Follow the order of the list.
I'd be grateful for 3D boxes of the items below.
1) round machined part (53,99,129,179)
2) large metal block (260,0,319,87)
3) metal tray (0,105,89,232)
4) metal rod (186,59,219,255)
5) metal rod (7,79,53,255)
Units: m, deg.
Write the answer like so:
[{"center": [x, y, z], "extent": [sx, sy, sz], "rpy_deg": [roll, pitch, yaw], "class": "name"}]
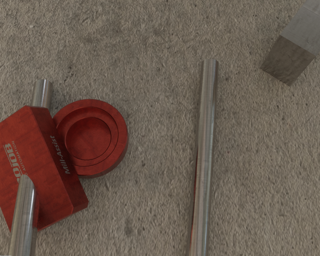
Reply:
[{"center": [-0.089, 0.016, 0.392], "extent": [0.099, 0.042, 0.098], "rpy_deg": [0, 70, -1], "class": "round machined part"}, {"center": [0.192, -0.117, 0.424], "extent": [0.050, 0.080, 0.080], "rpy_deg": [36, 74, 12], "class": "large metal block"}, {"center": [-0.149, 0.051, 0.356], "extent": [0.090, 0.030, 0.130], "rpy_deg": [-29, 80, 17], "class": "metal tray"}, {"center": [0.055, 0.047, 0.391], "extent": [0.025, 0.025, 0.299], "rpy_deg": [6, 70, 2], "class": "metal rod"}, {"center": [-0.145, 0.064, 0.345], "extent": [0.025, 0.025, 0.299], "rpy_deg": [-6, 56, -3], "class": "metal rod"}]
